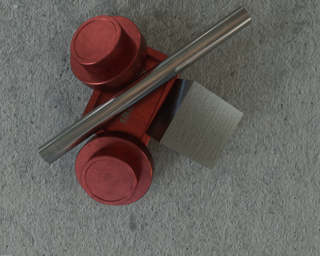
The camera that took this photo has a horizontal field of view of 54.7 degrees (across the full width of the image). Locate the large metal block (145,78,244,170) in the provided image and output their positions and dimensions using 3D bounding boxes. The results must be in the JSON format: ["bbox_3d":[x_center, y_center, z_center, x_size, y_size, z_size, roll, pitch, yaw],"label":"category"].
[{"bbox_3d":[0.042,-0.005,0.385,0.080,0.050,0.080,29,89,-25],"label":"large metal block"}]

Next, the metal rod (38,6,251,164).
[{"bbox_3d":[-0.018,-0.053,0.382,0.301,0.025,0.025,-35,90,0],"label":"metal rod"}]

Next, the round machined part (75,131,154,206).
[{"bbox_3d":[-0.058,0.056,0.385,0.099,0.042,0.097,2,111,6],"label":"round machined part"}]

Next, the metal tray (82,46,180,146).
[{"bbox_3d":[-0.037,-0.043,0.408,0.090,0.030,0.129,25,90,0],"label":"metal tray"}]

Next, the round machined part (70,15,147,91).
[{"bbox_3d":[-0.070,-0.098,0.382,0.098,0.042,0.098,-7,68,19],"label":"round machined part"}]
